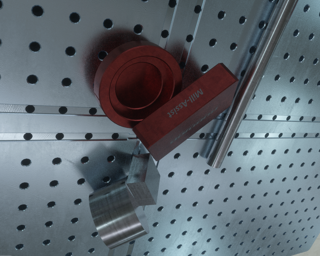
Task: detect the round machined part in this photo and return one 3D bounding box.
[{"bbox_3d":[-0.027,-0.052,0.354,0.099,0.042,0.097,-14,125,-21],"label":"round machined part"}]

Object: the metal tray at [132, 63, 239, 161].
[{"bbox_3d":[0.034,-0.016,0.388,0.130,0.030,0.090,-37,164,-5],"label":"metal tray"}]

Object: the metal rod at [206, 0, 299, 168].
[{"bbox_3d":[0.132,-0.073,0.440,0.025,0.025,0.298,6,116,-32],"label":"metal rod"}]

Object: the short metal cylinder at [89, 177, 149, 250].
[{"bbox_3d":[-0.053,0.112,0.413,0.050,0.080,0.080,-24,128,-1],"label":"short metal cylinder"}]

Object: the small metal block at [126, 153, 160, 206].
[{"bbox_3d":[-0.021,0.071,0.425,0.025,0.050,0.050,-8,130,15],"label":"small metal block"}]
